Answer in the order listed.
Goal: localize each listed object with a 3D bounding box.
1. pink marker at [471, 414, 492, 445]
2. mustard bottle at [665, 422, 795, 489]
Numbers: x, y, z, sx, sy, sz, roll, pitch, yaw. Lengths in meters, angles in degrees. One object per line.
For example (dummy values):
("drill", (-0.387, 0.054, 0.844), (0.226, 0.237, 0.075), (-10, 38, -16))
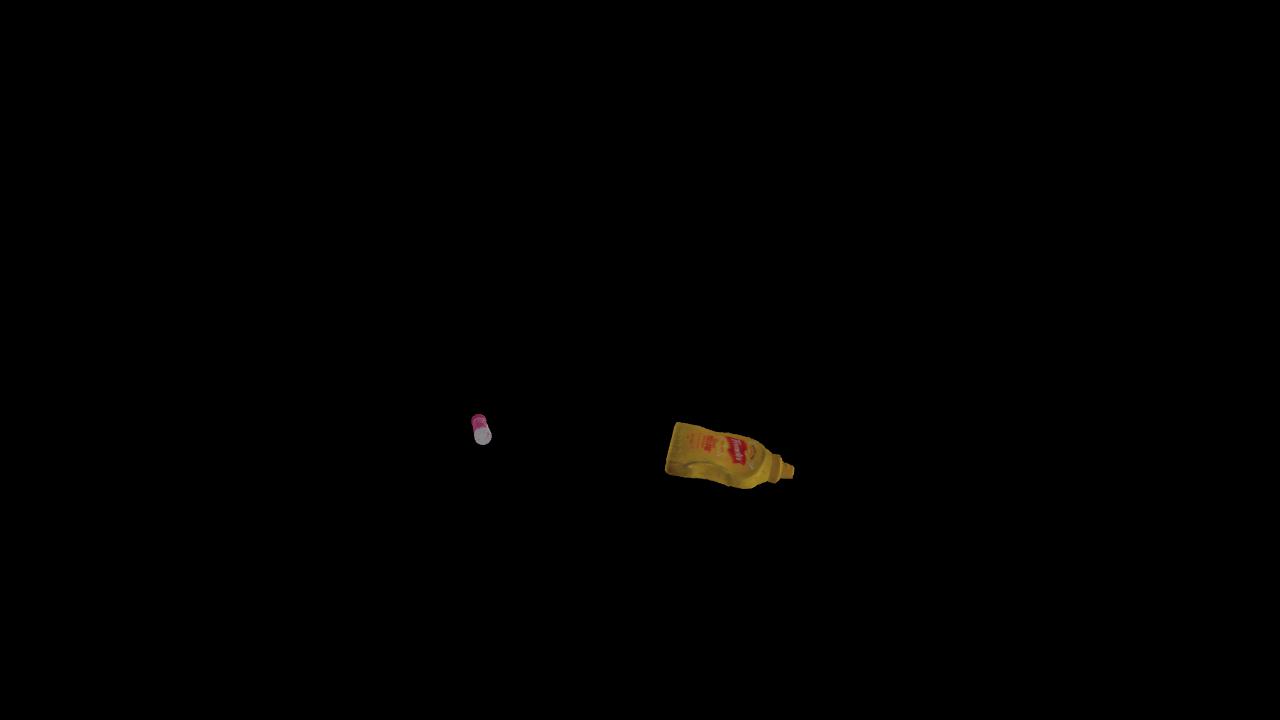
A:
("pink marker", (-0.190, 0.081, 0.735), (0.020, 0.020, 0.121), (0, 3, -17))
("mustard bottle", (0.133, 0.146, 0.899), (0.184, 0.054, 0.092), (11, 31, 6))
